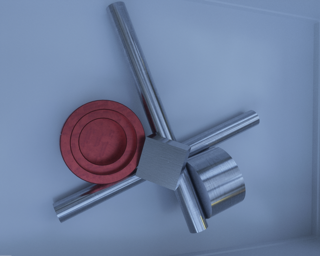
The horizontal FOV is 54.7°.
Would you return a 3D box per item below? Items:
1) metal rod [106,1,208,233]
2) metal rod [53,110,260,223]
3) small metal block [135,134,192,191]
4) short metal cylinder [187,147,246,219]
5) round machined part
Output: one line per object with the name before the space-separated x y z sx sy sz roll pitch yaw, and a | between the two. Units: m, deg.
metal rod | -0.003 -0.013 0.390 0.025 0.025 0.299 -21 90 -19
metal rod | 0.009 0.043 0.414 0.302 0.025 0.025 -24 98 -19
small metal block | 0.004 0.040 0.368 0.050 0.025 0.050 18 101 13
short metal cylinder | 0.065 0.071 0.405 0.050 0.080 0.080 -21 97 -19
round machined part | -0.071 0.016 0.375 0.099 0.042 0.097 0 90 -21
